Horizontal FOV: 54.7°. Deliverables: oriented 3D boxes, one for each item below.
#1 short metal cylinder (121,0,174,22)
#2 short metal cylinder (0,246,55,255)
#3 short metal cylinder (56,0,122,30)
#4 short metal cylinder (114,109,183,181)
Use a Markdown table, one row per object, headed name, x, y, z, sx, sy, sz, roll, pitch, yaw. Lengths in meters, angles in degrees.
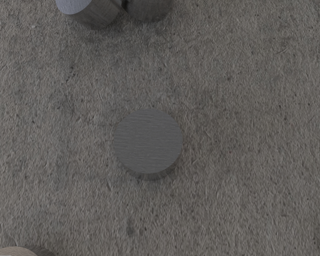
| name | x | y | z | sx | sy | sz | roll | pitch | yaw |
| --- | --- | --- | --- | --- | --- | --- | --- | --- | --- |
| short metal cylinder | -0.016 | -0.206 | 0.459 | 0.081 | 0.050 | 0.080 | 7 | 65 | -15 |
| short metal cylinder | -0.152 | 0.169 | 0.332 | 0.081 | 0.050 | 0.080 | 0 | 70 | 0 |
| short metal cylinder | -0.102 | -0.190 | 0.446 | 0.080 | 0.050 | 0.080 | -5 | 79 | 27 |
| short metal cylinder | -0.014 | 0.022 | 0.386 | 0.081 | 0.050 | 0.080 | 0 | 70 | 0 |
